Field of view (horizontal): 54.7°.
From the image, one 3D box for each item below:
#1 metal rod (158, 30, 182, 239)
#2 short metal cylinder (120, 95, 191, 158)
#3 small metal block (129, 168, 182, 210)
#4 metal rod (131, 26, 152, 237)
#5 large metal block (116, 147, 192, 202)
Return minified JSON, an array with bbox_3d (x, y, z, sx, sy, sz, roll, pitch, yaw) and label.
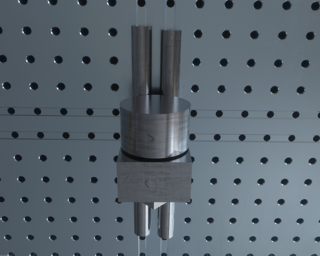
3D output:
[{"bbox_3d":[0.011,0.022,0.423,0.025,0.025,0.298,1,110,-1],"label":"metal rod"},{"bbox_3d":[-0.006,-0.005,0.360,0.081,0.080,0.050,1,110,-1],"label":"short metal cylinder"},{"bbox_3d":[-0.007,0.075,0.403,0.050,0.050,0.025,-18,118,-42],"label":"small metal block"},{"bbox_3d":[-0.024,0.018,0.421,0.025,0.025,0.298,1,110,-1],"label":"metal rod"},{"bbox_3d":[-0.006,0.046,0.374,0.081,0.080,0.050,0,110,-1],"label":"large metal block"}]
